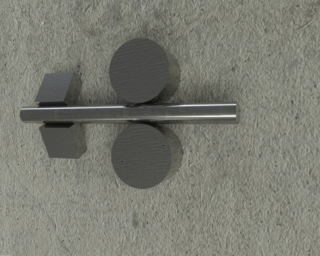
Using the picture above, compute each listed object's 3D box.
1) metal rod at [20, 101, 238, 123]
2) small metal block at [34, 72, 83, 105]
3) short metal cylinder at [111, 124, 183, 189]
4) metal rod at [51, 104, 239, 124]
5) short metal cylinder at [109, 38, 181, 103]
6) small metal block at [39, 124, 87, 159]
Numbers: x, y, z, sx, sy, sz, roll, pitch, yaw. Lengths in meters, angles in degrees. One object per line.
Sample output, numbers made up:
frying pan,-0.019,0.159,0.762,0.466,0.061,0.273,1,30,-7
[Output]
metal rod,-0.054,-0.019,0.403,0.301,0.025,0.025,0,90,20
small metal block,-0.147,-0.053,0.452,0.050,0.025,0.050,0,63,20
short metal cylinder,-0.015,0.035,0.402,0.080,0.050,0.079,0,90,20
metal rod,-0.046,-0.018,0.426,0.301,0.025,0.025,0,90,19
short metal cylinder,-0.018,-0.071,0.403,0.080,0.050,0.079,0,90,20
small metal block,-0.139,0.016,0.449,0.050,0.025,0.050,1,117,19
